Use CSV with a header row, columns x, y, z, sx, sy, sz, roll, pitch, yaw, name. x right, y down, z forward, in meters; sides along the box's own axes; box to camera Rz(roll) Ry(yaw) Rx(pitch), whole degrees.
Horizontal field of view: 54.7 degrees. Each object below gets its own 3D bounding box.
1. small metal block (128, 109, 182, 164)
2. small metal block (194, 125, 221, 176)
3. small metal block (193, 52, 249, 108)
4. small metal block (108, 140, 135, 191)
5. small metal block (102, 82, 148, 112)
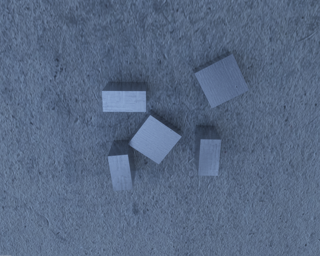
x,y,z,sx,sy,sz,roll,pitch,yaw,name
-0.007,0.012,0.414,0.050,0.025,0.050,34,106,-12,small metal block
0.061,0.028,0.407,0.025,0.050,0.050,1,110,-1,small metal block
0.076,-0.060,0.388,0.050,0.025,0.050,-27,108,9,small metal block
-0.050,0.048,0.414,0.025,0.050,0.050,-5,110,2,small metal block
-0.041,-0.039,0.381,0.050,0.050,0.025,0,110,0,small metal block
